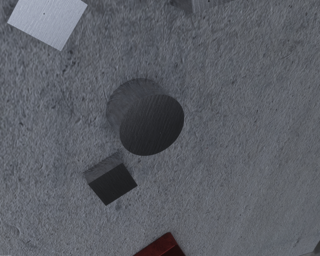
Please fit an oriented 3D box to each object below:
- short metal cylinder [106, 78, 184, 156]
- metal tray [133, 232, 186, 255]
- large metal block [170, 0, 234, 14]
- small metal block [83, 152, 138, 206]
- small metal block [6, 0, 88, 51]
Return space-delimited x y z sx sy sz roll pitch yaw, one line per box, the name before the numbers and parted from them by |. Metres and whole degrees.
short metal cylinder | -0.018 -0.013 0.372 0.081 0.050 0.079 -14 124 -21
metal tray | 0.008 0.256 0.566 0.090 0.030 0.130 -32 129 -7
large metal block | 0.051 -0.172 0.312 0.081 0.050 0.080 -23 127 -15
small metal block | -0.065 0.068 0.414 0.050 0.025 0.050 -32 129 -8
small metal block | -0.104 -0.107 0.284 0.050 0.025 0.050 25 105 -37
